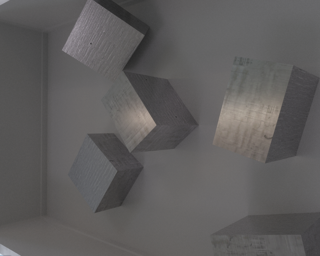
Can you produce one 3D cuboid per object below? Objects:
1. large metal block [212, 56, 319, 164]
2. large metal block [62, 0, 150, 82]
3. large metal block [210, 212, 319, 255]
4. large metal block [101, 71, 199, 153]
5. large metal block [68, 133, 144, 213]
[{"bbox_3d":[0.100,-0.017,0.288,0.050,0.081,0.079,21,103,38],"label":"large metal block"},{"bbox_3d":[-0.072,-0.123,0.423,0.080,0.050,0.080,32,118,-13],"label":"large metal block"},{"bbox_3d":[0.106,0.113,0.284,0.080,0.081,0.050,-16,80,39],"label":"large metal block"},{"bbox_3d":[-0.012,-0.019,0.381,0.050,0.081,0.080,-46,63,30],"label":"large metal block"},{"bbox_3d":[-0.082,0.064,0.459,0.080,0.050,0.080,44,117,31],"label":"large metal block"}]
